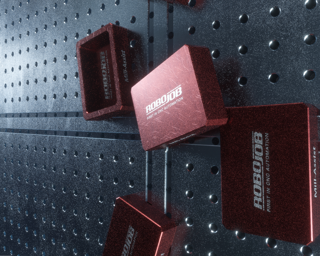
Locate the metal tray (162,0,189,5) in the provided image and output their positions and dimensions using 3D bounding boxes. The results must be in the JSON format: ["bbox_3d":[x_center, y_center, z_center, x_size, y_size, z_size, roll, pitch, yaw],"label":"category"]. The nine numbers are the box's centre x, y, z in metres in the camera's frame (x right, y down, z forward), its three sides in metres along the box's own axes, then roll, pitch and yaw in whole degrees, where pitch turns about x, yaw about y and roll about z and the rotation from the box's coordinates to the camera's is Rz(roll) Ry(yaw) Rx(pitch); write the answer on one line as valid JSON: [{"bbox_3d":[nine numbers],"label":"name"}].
[{"bbox_3d":[-0.005,-0.223,0.412,0.130,0.030,0.089,30,109,36],"label":"metal tray"}]

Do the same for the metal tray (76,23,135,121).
[{"bbox_3d":[-0.085,-0.082,0.477,0.090,0.030,0.129,-13,82,39],"label":"metal tray"}]

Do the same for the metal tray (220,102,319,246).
[{"bbox_3d":[0.109,0.042,0.316,0.090,0.030,0.129,-2,89,40],"label":"metal tray"}]

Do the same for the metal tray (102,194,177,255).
[{"bbox_3d":[-0.035,0.171,0.436,0.090,0.030,0.129,24,105,37],"label":"metal tray"}]

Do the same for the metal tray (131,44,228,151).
[{"bbox_3d":[0.016,-0.030,0.372,0.130,0.030,0.090,-27,73,53],"label":"metal tray"}]
